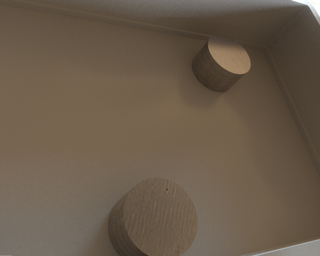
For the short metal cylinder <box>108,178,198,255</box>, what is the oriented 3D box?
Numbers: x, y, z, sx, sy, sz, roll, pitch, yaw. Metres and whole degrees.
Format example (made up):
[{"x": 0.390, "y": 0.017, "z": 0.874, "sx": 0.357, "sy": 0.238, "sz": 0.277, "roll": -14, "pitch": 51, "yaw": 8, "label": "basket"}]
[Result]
[{"x": -0.008, "y": 0.098, "z": 0.325, "sx": 0.081, "sy": 0.050, "sz": 0.080, "roll": 14, "pitch": 56, "yaw": -21, "label": "short metal cylinder"}]

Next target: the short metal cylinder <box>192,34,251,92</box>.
[{"x": 0.100, "y": -0.106, "z": 0.507, "sx": 0.081, "sy": 0.050, "sz": 0.080, "roll": 14, "pitch": 56, "yaw": -21, "label": "short metal cylinder"}]
